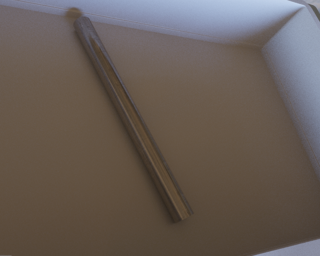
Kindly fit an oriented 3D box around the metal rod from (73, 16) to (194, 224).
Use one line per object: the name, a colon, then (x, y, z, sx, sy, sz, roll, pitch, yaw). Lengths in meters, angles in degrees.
metal rod: (-0.041, -0.022, 0.397, 0.025, 0.025, 0.299, -18, 71, -35)
